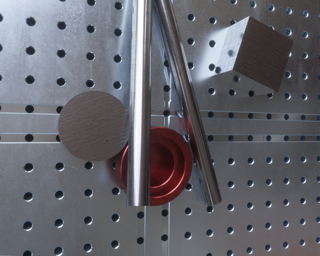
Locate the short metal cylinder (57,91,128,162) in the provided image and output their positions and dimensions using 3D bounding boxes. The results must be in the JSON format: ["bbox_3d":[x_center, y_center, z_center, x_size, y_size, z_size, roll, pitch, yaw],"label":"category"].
[{"bbox_3d":[-0.080,-0.002,0.370,0.081,0.050,0.079,0,90,-20],"label":"short metal cylinder"}]

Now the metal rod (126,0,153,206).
[{"bbox_3d":[-0.023,-0.061,0.368,0.025,0.025,0.299,6,74,-20],"label":"metal rod"}]

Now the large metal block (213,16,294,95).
[{"bbox_3d":[0.135,-0.101,0.451,0.080,0.050,0.080,21,83,-19],"label":"large metal block"}]

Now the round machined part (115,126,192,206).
[{"bbox_3d":[-0.011,0.046,0.396,0.099,0.042,0.097,-2,94,-27],"label":"round machined part"}]

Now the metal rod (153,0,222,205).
[{"bbox_3d":[0.038,-0.038,0.427,0.025,0.025,0.298,-17,96,-20],"label":"metal rod"}]
